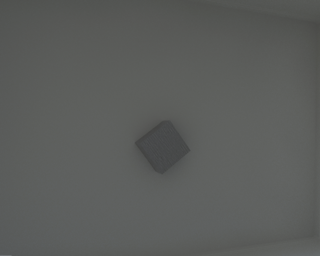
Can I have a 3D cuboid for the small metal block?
[{"bbox_3d":[0.004,0.025,0.412,0.050,0.025,0.050,-38,102,-16],"label":"small metal block"}]
